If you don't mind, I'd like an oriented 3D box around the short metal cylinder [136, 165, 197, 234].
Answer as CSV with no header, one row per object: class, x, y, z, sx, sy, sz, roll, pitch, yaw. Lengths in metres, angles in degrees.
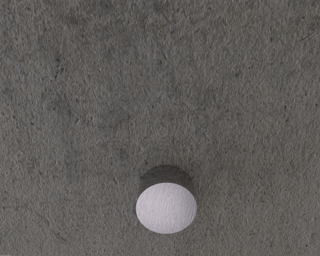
short metal cylinder,0.008,0.098,0.433,0.080,0.050,0.079,0,110,0
